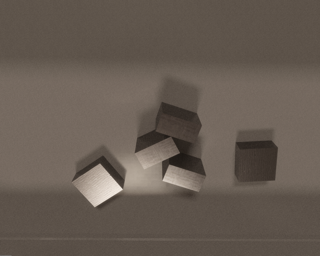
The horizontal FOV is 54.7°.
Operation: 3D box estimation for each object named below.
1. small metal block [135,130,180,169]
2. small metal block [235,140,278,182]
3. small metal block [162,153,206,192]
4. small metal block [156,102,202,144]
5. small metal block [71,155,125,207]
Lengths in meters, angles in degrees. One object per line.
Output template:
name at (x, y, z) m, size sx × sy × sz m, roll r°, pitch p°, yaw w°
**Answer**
small metal block at (-0.003, 0.022, 0.406) m, size 0.050 × 0.050 × 0.025 m, roll -25°, pitch 109°, yaw 9°
small metal block at (0.132, 0.046, 0.430) m, size 0.050 × 0.025 × 0.050 m, roll -3°, pitch 110°, yaw 0°
small metal block at (0.031, 0.056, 0.419) m, size 0.050 × 0.050 × 0.025 m, roll 18°, pitch 109°, yaw -7°
small metal block at (0.022, -0.008, 0.395) m, size 0.050 × 0.050 × 0.025 m, roll 18°, pitch 109°, yaw -7°
small metal block at (-0.086, 0.075, 0.438) m, size 0.050 × 0.025 × 0.050 m, roll -34°, pitch 107°, yaw 11°
